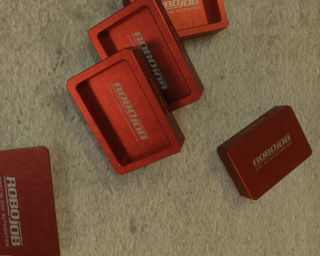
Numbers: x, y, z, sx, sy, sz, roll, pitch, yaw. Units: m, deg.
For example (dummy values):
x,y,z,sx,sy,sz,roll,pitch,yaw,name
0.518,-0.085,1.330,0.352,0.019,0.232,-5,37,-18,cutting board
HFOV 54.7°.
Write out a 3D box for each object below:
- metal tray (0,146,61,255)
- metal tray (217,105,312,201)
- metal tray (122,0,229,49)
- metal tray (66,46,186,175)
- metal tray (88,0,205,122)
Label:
x,y,z,sx,sy,sz,roll,pitch,yaw,name
-0.166,0.090,0.346,0.091,0.030,0.129,-6,92,-20,metal tray
0.160,0.035,0.467,0.131,0.030,0.090,-33,101,-17,metal tray
0.020,-0.163,0.414,0.131,0.030,0.089,-18,96,-20,metal tray
-0.039,-0.018,0.366,0.090,0.030,0.130,-24,101,19,metal tray
-0.015,-0.079,0.372,0.090,0.030,0.130,-24,102,22,metal tray
